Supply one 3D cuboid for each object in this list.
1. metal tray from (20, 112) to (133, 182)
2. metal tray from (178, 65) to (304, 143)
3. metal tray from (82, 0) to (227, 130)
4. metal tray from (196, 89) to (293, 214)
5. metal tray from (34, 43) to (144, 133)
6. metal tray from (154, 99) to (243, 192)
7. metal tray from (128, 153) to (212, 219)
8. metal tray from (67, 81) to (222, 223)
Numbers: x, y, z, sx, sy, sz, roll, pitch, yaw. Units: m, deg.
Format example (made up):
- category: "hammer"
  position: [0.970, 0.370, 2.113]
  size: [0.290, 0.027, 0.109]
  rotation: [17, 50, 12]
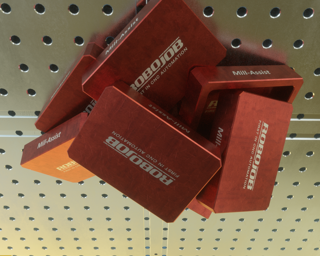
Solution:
- category: "metal tray"
  position: [-0.105, 0.031, 0.404]
  size: [0.130, 0.030, 0.090]
  rotation: [-24, 143, 33]
- category: "metal tray"
  position: [0.090, -0.025, 0.358]
  size: [0.131, 0.030, 0.089]
  rotation: [-6, 133, -22]
- category: "metal tray"
  position: [-0.007, -0.066, 0.327]
  size: [0.130, 0.030, 0.090]
  rotation: [-43, 121, 14]
- category: "metal tray"
  position: [0.097, 0.028, 0.349]
  size: [0.091, 0.030, 0.129]
  rotation: [8, 97, -33]
- category: "metal tray"
  position: [-0.083, -0.028, 0.383]
  size: [0.090, 0.030, 0.129]
  rotation: [31, 123, -24]
- category: "metal tray"
  position: [0.050, 0.021, 0.388]
  size: [0.130, 0.090, 0.030]
  rotation: [37, 121, -26]
- category: "metal tray"
  position: [0.005, 0.068, 0.408]
  size: [0.090, 0.130, 0.030]
  rotation: [35, 80, -27]
- category: "metal tray"
  position: [-0.016, 0.025, 0.314]
  size: [0.130, 0.030, 0.090]
  rotation: [35, 110, -3]
